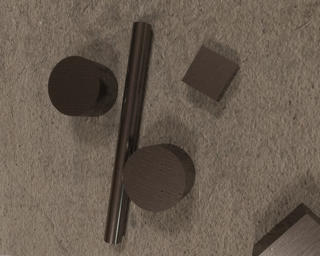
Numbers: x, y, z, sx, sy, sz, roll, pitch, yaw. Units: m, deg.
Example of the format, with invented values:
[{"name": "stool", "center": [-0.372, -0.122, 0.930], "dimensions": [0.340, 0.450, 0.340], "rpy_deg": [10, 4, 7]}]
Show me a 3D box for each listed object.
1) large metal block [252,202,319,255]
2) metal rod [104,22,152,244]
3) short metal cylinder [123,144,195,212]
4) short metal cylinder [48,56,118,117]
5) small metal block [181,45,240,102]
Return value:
[{"name": "large metal block", "center": [0.160, 0.143, 0.339], "dimensions": [0.080, 0.050, 0.080], "rpy_deg": [45, 104, 14]}, {"name": "metal rod", "center": [-0.044, 0.009, 0.423], "dimensions": [0.025, 0.025, 0.298], "rpy_deg": [9, 93, 19]}, {"name": "short metal cylinder", "center": [0.000, 0.061, 0.395], "dimensions": [0.080, 0.050, 0.079], "rpy_deg": [0, 90, 19]}, {"name": "short metal cylinder", "center": [-0.106, -0.056, 0.432], "dimensions": [0.080, 0.050, 0.079], "rpy_deg": [0, 90, 19]}, {"name": "small metal block", "center": [0.063, -0.067, 0.386], "dimensions": [0.050, 0.025, 0.050], "rpy_deg": [33, 100, 16]}]
